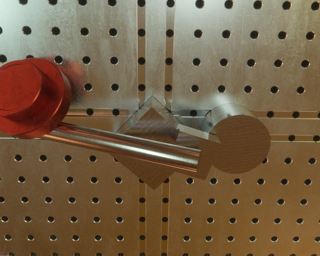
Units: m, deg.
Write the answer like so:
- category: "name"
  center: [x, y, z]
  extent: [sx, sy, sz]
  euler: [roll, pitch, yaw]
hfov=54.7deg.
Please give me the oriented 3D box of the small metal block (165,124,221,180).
- category: "small metal block"
  center: [0.038, 0.029, 0.369]
  extent: [0.050, 0.025, 0.050]
  euler: [17, 109, -7]

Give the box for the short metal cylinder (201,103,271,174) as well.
- category: "short metal cylinder"
  center: [0.096, 0.013, 0.406]
  extent: [0.081, 0.050, 0.079]
  euler: [0, 110, -1]

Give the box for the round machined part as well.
- category: "round machined part"
  center: [-0.158, -0.039, 0.359]
  extent: [0.098, 0.042, 0.098]
  euler: [-3, 71, 10]

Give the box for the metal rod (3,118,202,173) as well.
- category: "metal rod"
  center: [-0.102, 0.008, 0.369]
  extent: [0.301, 0.025, 0.025]
  euler: [11, 111, 13]

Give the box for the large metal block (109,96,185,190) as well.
- category: "large metal block"
  center: [-0.009, 0.019, 0.405]
  extent: [0.080, 0.050, 0.080]
  euler: [42, 104, -14]
